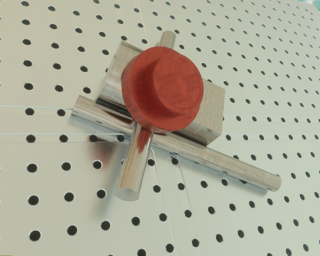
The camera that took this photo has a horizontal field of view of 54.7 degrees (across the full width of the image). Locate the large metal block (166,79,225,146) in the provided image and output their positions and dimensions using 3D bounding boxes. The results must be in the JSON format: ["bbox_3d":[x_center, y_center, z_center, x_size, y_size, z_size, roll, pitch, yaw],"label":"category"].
[{"bbox_3d":[0.040,-0.027,0.427,0.080,0.050,0.080,23,53,-15],"label":"large metal block"}]

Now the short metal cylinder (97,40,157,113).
[{"bbox_3d":[-0.041,-0.063,0.389,0.050,0.080,0.080,23,53,-15],"label":"short metal cylinder"}]

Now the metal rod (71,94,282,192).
[{"bbox_3d":[0.033,0.026,0.411,0.302,0.025,0.025,22,53,-15],"label":"metal rod"}]

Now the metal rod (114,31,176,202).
[{"bbox_3d":[-0.009,-0.042,0.405,0.025,0.025,0.300,25,45,-13],"label":"metal rod"}]

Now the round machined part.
[{"bbox_3d":[0.010,-0.045,0.347,0.099,0.042,0.097,7,78,-34],"label":"round machined part"}]
